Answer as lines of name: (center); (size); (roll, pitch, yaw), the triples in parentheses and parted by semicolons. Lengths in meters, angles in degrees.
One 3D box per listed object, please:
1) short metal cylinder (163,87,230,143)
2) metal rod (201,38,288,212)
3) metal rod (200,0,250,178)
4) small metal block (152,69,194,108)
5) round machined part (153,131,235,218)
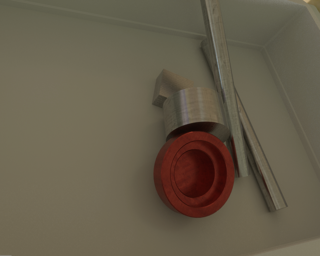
short metal cylinder: (0.045, -0.009, 0.401); (0.081, 0.080, 0.050); (9, 57, -24)
metal rod: (0.124, -0.019, 0.486); (0.025, 0.025, 0.299); (-3, 63, -30)
metal rod: (0.085, -0.081, 0.426); (0.025, 0.025, 0.298); (-12, 92, -33)
small metal block: (0.019, -0.051, 0.449); (0.050, 0.025, 0.050); (20, 54, -17)
round machined part: (0.037, 0.054, 0.369); (0.099, 0.042, 0.097); (3, 83, -26)
